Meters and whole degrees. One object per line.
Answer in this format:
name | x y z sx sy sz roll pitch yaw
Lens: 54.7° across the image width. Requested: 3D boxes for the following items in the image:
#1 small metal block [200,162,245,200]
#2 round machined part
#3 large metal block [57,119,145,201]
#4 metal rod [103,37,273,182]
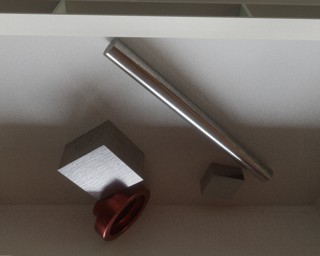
small metal block | 0.096 0.083 0.482 0.050 0.025 0.050 12 129 -11
round machined part | -0.063 0.121 0.477 0.042 0.099 0.097 36 133 23
large metal block | -0.079 0.047 0.431 0.080 0.050 0.080 -28 125 21
metal rod | 0.054 -0.009 0.402 0.301 0.025 0.025 37 121 -28
